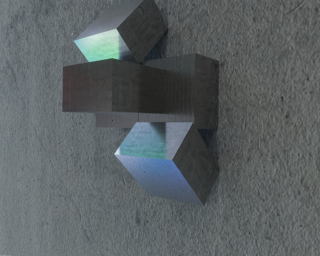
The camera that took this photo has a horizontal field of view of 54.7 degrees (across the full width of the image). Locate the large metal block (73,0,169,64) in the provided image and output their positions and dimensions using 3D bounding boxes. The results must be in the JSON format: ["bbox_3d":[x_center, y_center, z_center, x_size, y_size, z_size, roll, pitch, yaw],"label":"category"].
[{"bbox_3d":[-0.049,-0.122,0.401,0.080,0.050,0.080,1,47,40],"label":"large metal block"}]

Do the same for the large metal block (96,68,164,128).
[{"bbox_3d":[-0.041,-0.040,0.420,0.080,0.050,0.079,1,91,39],"label":"large metal block"}]

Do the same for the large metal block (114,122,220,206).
[{"bbox_3d":[0.010,0.039,0.353,0.080,0.080,0.050,1,47,39],"label":"large metal block"}]

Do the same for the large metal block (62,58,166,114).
[{"bbox_3d":[-0.050,-0.042,0.345,0.080,0.081,0.050,2,91,39],"label":"large metal block"}]

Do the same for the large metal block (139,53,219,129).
[{"bbox_3d":[0.021,-0.040,0.369,0.080,0.050,0.079,1,91,39],"label":"large metal block"}]
